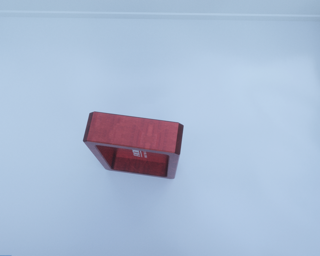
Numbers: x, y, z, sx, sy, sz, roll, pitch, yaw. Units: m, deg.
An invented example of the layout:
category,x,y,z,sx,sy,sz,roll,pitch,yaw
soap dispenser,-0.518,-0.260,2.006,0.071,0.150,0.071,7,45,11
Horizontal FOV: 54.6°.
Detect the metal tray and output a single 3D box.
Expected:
category,x,y,z,sx,sy,sz,roll,pitch,yaw
metal tray,-0.024,0.025,0.345,0.090,0.130,0.030,7,71,3
